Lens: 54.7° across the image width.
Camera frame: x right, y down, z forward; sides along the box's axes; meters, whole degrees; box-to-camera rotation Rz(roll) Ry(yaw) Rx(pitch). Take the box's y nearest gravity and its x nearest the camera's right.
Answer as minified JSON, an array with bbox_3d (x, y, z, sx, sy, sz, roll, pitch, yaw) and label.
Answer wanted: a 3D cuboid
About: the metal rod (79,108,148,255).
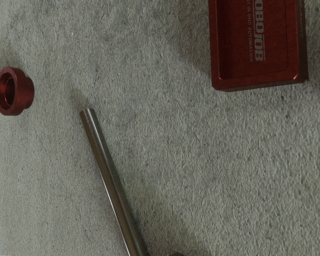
[{"bbox_3d":[-0.061,0.105,0.452,0.025,0.025,0.299,-36,68,34],"label":"metal rod"}]

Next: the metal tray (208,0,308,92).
[{"bbox_3d":[0.098,-0.107,0.319,0.090,0.030,0.129,-3,88,39],"label":"metal tray"}]

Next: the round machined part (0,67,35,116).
[{"bbox_3d":[-0.293,-0.073,0.631,0.098,0.042,0.097,0,90,39],"label":"round machined part"}]

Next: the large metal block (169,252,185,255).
[{"bbox_3d":[0.032,0.206,0.361,0.080,0.050,0.079,11,97,39],"label":"large metal block"}]
